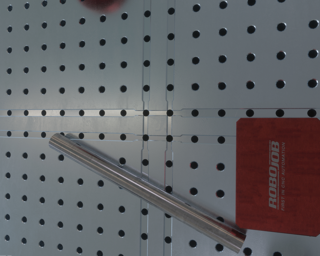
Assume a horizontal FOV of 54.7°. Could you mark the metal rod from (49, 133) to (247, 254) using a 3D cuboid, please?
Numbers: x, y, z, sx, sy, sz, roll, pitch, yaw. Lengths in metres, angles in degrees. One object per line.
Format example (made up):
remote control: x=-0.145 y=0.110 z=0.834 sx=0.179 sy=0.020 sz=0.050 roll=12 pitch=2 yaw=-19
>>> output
metal rod: x=-0.029 y=0.080 z=0.422 sx=0.301 sy=0.025 sz=0.025 roll=25 pitch=98 yaw=18

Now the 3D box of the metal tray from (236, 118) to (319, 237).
metal tray: x=0.137 y=0.053 z=0.362 sx=0.090 sy=0.030 sz=0.129 roll=0 pitch=90 yaw=19
